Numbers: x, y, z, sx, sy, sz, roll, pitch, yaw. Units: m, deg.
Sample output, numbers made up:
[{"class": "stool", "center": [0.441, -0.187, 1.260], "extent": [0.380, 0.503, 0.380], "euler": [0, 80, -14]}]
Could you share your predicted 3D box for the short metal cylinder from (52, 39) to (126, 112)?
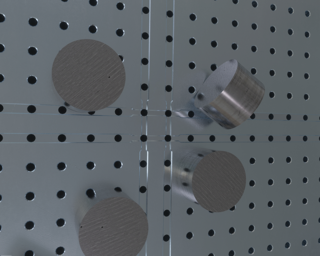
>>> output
[{"class": "short metal cylinder", "center": [-0.086, -0.059, 0.367], "extent": [0.081, 0.050, 0.079], "euler": [0, 90, -20]}]

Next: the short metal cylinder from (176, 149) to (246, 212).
[{"class": "short metal cylinder", "center": [0.069, 0.069, 0.425], "extent": [0.081, 0.050, 0.079], "euler": [0, 90, -20]}]

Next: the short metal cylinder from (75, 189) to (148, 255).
[{"class": "short metal cylinder", "center": [-0.060, 0.118, 0.377], "extent": [0.081, 0.050, 0.079], "euler": [0, 90, -20]}]

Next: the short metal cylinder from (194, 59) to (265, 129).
[{"class": "short metal cylinder", "center": [0.092, -0.045, 0.417], "extent": [0.050, 0.080, 0.080], "euler": [36, 78, -17]}]
